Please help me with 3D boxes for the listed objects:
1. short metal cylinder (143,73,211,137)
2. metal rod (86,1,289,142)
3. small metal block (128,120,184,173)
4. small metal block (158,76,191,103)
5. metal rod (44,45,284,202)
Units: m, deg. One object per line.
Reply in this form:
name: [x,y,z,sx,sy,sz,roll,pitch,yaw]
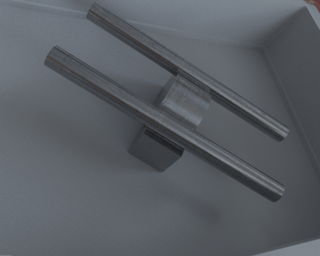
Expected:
short metal cylinder: [0.021,-0.023,0.395,0.050,0.080,0.080,32,51,-8]
metal rod: [0.042,-0.069,0.406,0.301,0.025,0.025,31,52,-8]
small metal block: [-0.003,0.022,0.374,0.050,0.050,0.025,32,52,-8]
small metal block: [0.033,-0.053,0.439,0.050,0.050,0.025,32,52,-8]
metal rod: [0.012,0.001,0.349,0.301,0.025,0.025,31,52,-8]
